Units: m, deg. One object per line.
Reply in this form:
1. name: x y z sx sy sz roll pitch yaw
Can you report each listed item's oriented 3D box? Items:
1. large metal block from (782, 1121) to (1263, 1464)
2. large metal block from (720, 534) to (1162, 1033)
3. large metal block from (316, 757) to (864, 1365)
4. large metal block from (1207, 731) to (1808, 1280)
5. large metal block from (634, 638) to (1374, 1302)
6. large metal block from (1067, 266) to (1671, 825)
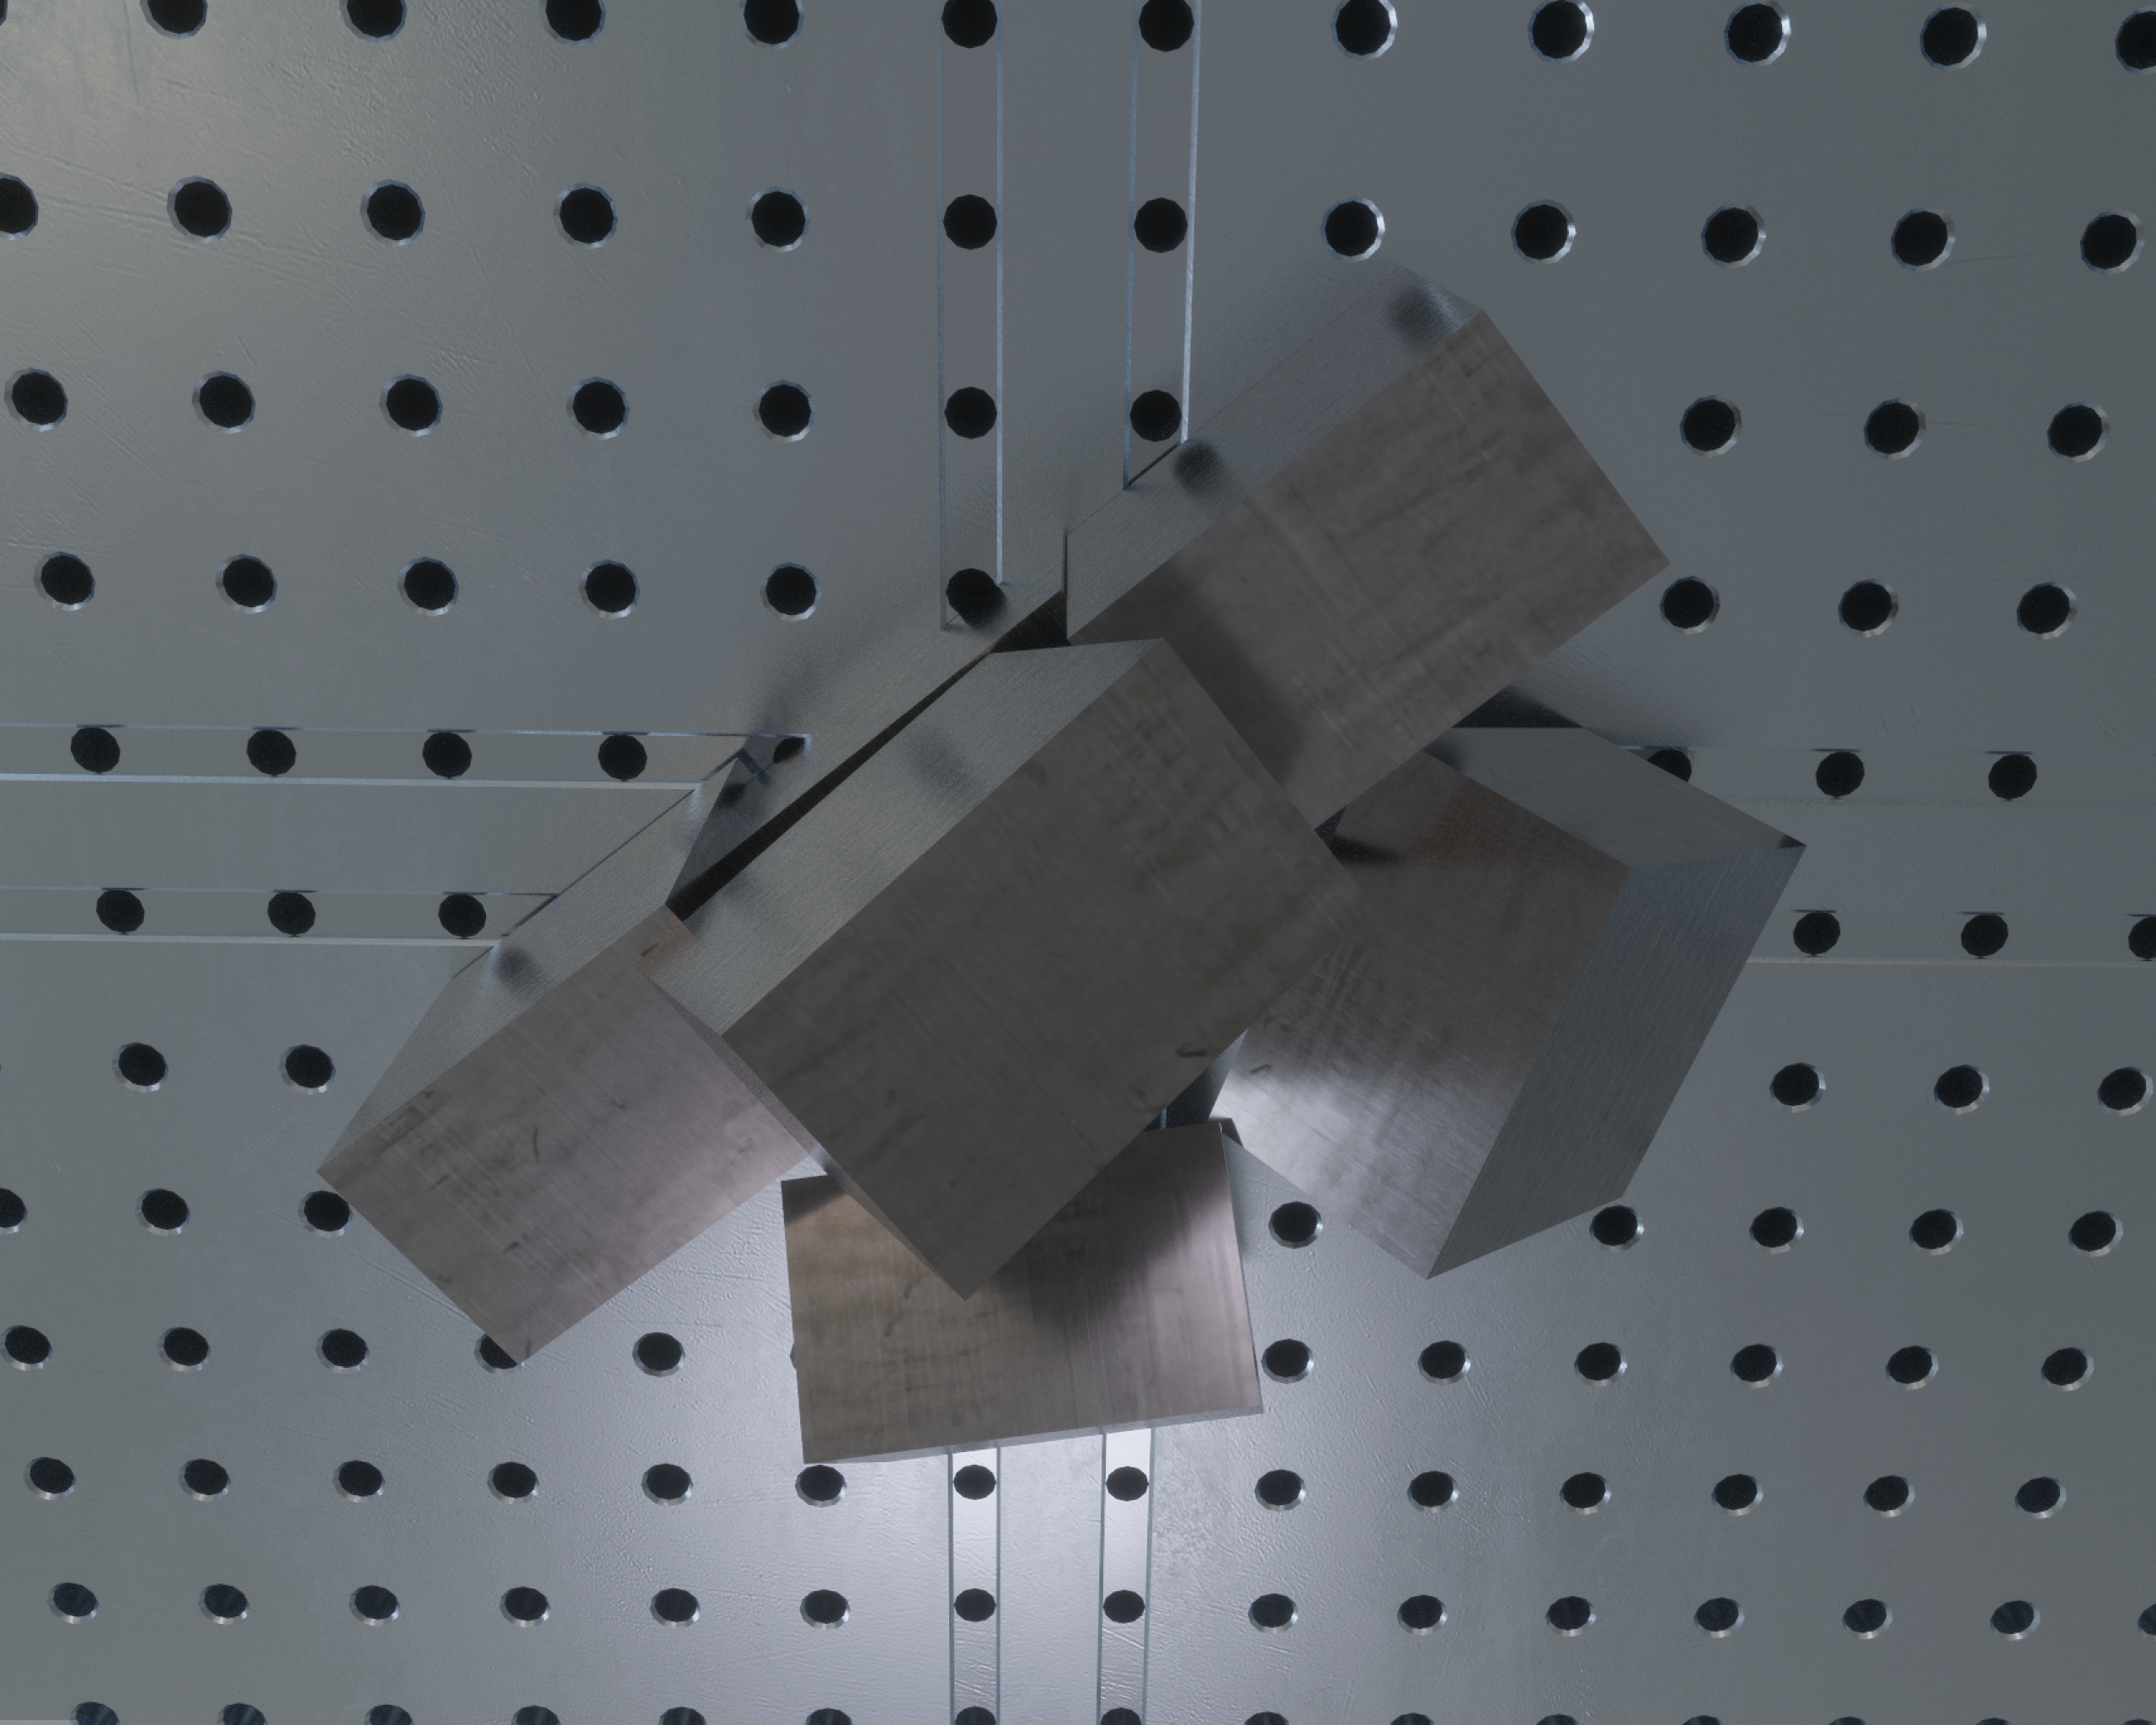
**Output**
1. large metal block: -0.007 0.087 0.408 0.080 0.080 0.050 -8 74 3
2. large metal block: -0.009 -0.003 0.400 0.080 0.050 0.080 -37 106 12
3. large metal block: -0.084 0.034 0.395 0.080 0.080 0.050 -36 106 12
4. large metal block: 0.080 0.022 0.385 0.050 0.081 0.080 34 113 32
5. large metal block: -0.015 0.012 0.321 0.080 0.080 0.050 -43 106 -12
6. large metal block: 0.045 -0.055 0.364 0.080 0.080 0.050 -37 106 12
